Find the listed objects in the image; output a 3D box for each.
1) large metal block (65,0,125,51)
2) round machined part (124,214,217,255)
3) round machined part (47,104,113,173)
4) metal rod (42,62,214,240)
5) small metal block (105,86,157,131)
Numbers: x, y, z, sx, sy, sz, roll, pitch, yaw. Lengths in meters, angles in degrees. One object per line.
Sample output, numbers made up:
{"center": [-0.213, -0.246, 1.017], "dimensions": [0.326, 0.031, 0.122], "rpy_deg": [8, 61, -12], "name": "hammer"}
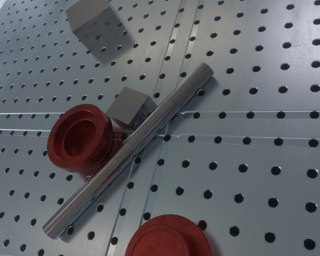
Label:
{"center": [-0.124, -0.206, 0.584], "dimensions": [0.080, 0.050, 0.080], "rpy_deg": [-32, 52, 7], "name": "large metal block"}
{"center": [0.005, 0.136, 0.312], "dimensions": [0.098, 0.042, 0.098], "rpy_deg": [-13, 56, 21], "name": "round machined part"}
{"center": [-0.108, 0.018, 0.442], "dimensions": [0.098, 0.042, 0.098], "rpy_deg": [-13, 58, 22], "name": "round machined part"}
{"center": [-0.039, 0.026, 0.412], "dimensions": [0.300, 0.025, 0.025], "rpy_deg": [-46, 51, -5], "name": "metal rod"}
{"center": [-0.042, -0.027, 0.447], "dimensions": [0.050, 0.025, 0.050], "rpy_deg": [25, 75, 36], "name": "small metal block"}
